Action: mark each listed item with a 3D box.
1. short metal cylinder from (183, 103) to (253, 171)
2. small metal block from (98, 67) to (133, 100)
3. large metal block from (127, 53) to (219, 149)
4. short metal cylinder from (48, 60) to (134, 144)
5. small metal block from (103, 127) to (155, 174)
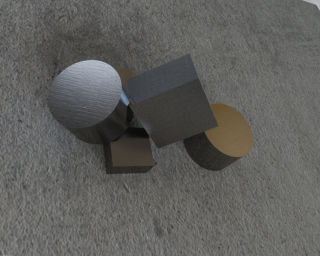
[{"bbox_3d":[0.079,0.013,0.426,0.081,0.050,0.080,14,56,-21],"label":"short metal cylinder"},{"bbox_3d":[-0.060,-0.052,0.405,0.050,0.025,0.050,-1,62,-29],"label":"small metal block"},{"bbox_3d":[0.016,-0.030,0.375,0.050,0.080,0.080,-100,164,-45],"label":"large metal block"},{"bbox_3d":[-0.074,-0.028,0.344,0.080,0.050,0.080,-3,68,9],"label":"short metal cylinder"},{"bbox_3d":[-0.039,0.027,0.369,0.050,0.025,0.050,3,61,-27],"label":"small metal block"}]
